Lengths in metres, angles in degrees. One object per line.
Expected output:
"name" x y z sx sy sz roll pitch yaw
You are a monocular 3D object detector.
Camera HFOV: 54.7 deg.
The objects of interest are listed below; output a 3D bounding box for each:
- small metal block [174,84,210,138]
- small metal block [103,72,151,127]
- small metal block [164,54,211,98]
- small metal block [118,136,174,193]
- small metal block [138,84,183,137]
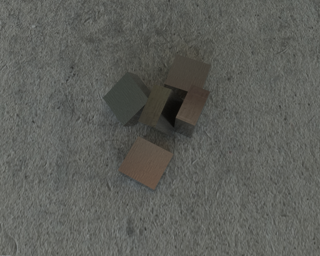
"small metal block" 0.040 -0.021 0.402 0.025 0.050 0.050 23 72 7
"small metal block" -0.039 -0.037 0.409 0.050 0.025 0.050 -43 72 19
"small metal block" 0.038 -0.069 0.433 0.050 0.025 0.050 19 71 7
"small metal block" -0.017 0.046 0.391 0.050 0.025 0.050 27 72 9
"small metal block" 0.004 -0.021 0.394 0.025 0.050 0.050 21 85 28
